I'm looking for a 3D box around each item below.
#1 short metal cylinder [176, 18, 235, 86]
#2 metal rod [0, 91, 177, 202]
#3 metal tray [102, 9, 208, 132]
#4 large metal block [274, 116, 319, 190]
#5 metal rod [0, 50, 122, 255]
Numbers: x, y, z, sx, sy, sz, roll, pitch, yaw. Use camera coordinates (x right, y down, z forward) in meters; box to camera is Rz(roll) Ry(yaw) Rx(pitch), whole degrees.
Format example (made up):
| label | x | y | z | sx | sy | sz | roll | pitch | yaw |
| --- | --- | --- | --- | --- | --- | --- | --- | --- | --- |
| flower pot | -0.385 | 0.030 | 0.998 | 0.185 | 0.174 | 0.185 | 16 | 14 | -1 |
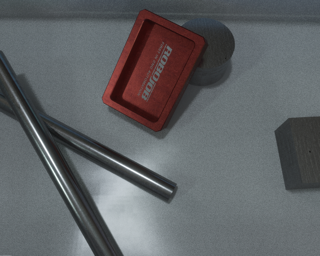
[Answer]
| label | x | y | z | sx | sy | sz | roll | pitch | yaw |
| --- | --- | --- | --- | --- | --- | --- | --- | --- | --- |
| short metal cylinder | 0.060 | -0.106 | 0.436 | 0.081 | 0.050 | 0.080 | 0 | 70 | -1 |
| metal rod | -0.117 | 0.012 | 0.403 | 0.301 | 0.025 | 0.025 | 27 | 72 | 9 |
| metal tray | -0.008 | -0.072 | 0.398 | 0.090 | 0.030 | 0.129 | 29 | 105 | 9 |
| large metal block | 0.199 | 0.031 | 0.387 | 0.081 | 0.050 | 0.080 | -3 | 70 | -2 |
| metal rod | -0.134 | 0.031 | 0.376 | 0.025 | 0.025 | 0.299 | -31 | 81 | -11 |
